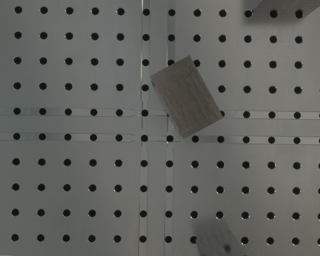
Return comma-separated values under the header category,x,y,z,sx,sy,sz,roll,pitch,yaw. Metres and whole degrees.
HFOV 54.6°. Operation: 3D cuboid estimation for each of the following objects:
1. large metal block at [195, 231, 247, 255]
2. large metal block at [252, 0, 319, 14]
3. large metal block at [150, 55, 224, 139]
category,x,y,z,sx,sy,sz,roll,pitch,yaw
large metal block,0.081,0.186,0.386,0.050,0.080,0.080,-13,90,0
large metal block,0.166,-0.197,0.402,0.080,0.050,0.080,0,90,0
large metal block,0.030,-0.035,0.386,0.050,0.080,0.080,-28,90,0
